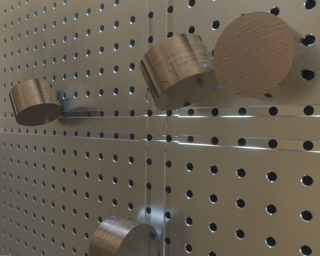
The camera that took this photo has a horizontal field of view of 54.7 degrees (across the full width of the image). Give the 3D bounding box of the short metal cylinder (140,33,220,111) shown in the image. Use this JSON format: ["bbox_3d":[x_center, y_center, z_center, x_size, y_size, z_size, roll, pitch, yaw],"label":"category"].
[{"bbox_3d":[0.023,-0.062,0.354,0.080,0.081,0.050,-35,68,34],"label":"short metal cylinder"}]

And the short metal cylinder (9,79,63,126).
[{"bbox_3d":[-0.222,-0.044,0.557,0.080,0.081,0.050,-36,68,34],"label":"short metal cylinder"}]

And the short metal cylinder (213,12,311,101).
[{"bbox_3d":[0.101,-0.069,0.310,0.080,0.050,0.079,0,90,40],"label":"short metal cylinder"}]

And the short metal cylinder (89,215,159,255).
[{"bbox_3d":[-0.046,0.162,0.412,0.050,0.081,0.079,4,92,40],"label":"short metal cylinder"}]
